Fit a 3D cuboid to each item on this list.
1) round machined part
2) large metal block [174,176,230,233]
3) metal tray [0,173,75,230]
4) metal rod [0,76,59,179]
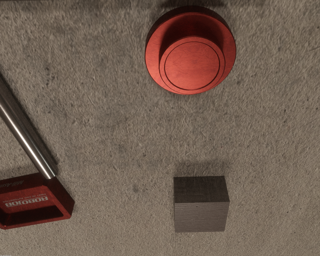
[{"bbox_3d":[0.033,-0.075,0.333,0.099,0.042,0.097,-1,130,0],"label":"round machined part"},{"bbox_3d":[0.063,0.123,0.497,0.081,0.050,0.079,-2,130,1],"label":"large metal block"},{"bbox_3d":[-0.219,0.120,0.502,0.131,0.030,0.090,-12,129,9],"label":"metal tray"},{"bbox_3d":[-0.194,-0.044,0.366,0.025,0.025,0.298,-10,130,7],"label":"metal rod"}]
